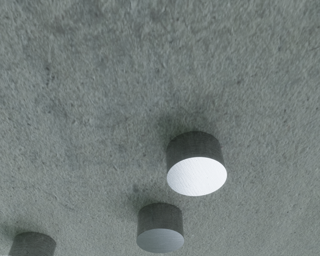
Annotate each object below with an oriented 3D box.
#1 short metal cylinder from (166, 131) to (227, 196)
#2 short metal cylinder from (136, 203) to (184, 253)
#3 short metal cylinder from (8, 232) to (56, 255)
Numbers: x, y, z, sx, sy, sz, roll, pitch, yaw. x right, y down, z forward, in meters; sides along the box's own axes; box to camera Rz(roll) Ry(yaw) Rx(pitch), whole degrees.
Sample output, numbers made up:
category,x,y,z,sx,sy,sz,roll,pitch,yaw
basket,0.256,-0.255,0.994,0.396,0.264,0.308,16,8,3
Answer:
category,x,y,z,sx,sy,sz,roll,pitch,yaw
short metal cylinder,0.049,0.051,0.435,0.081,0.050,0.079,0,130,0
short metal cylinder,0.000,0.175,0.540,0.081,0.050,0.079,0,130,0
short metal cylinder,-0.247,0.244,0.595,0.081,0.050,0.079,0,130,0
